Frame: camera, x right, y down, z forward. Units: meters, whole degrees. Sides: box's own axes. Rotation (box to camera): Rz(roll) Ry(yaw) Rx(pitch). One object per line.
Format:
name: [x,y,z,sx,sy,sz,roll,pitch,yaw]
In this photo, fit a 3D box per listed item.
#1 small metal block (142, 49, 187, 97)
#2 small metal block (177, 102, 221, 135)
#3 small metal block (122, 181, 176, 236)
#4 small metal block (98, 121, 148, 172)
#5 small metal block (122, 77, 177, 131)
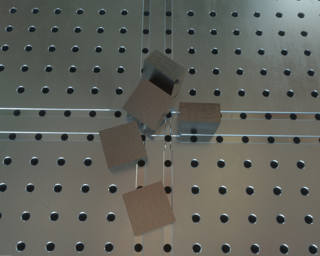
small metal block: [0.004,-0.071,0.423,0.050,0.050,0.025,36,64,12]
small metal block: [0.049,-0.011,0.403,0.050,0.050,0.025,2,70,0]
small metal block: [-0.013,0.098,0.376,0.050,0.025,0.050,-18,71,-7]
small metal block: [-0.047,0.024,0.402,0.050,0.025,0.050,-16,71,-6]
small metal block: [-0.014,-0.031,0.415,0.050,0.025,0.050,36,92,11]
